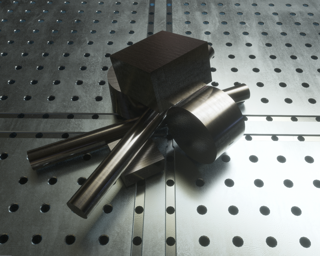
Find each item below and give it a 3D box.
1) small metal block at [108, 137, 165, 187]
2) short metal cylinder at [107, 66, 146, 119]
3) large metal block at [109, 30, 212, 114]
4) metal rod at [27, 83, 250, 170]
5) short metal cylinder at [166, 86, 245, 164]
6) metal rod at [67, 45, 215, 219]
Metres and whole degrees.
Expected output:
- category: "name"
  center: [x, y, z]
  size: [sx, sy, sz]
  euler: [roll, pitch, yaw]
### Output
- category: "small metal block"
  center: [-0.029, 0.035, 0.373]
  size: [0.050, 0.025, 0.050]
  euler: [-22, 54, -18]
- category: "short metal cylinder"
  center: [-0.030, -0.057, 0.434]
  size: [0.081, 0.050, 0.080]
  euler: [0, 50, 0]
- category: "large metal block"
  center: [0.001, -0.070, 0.363]
  size: [0.080, 0.050, 0.080]
  euler: [-33, 40, -24]
- category: "metal rod"
  center: [-0.015, -0.007, 0.408]
  size: [0.302, 0.025, 0.025]
  euler: [-18, 53, -15]
- category: "short metal cylinder"
  center: [0.053, -0.004, 0.371]
  size: [0.050, 0.080, 0.080]
  euler: [-36, 59, -25]
- category: "metal rod"
  center: [-0.005, -0.018, 0.386]
  size: [0.025, 0.025, 0.301]
  euler: [24, 54, 19]
